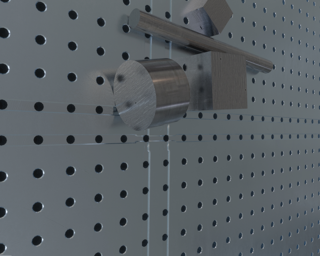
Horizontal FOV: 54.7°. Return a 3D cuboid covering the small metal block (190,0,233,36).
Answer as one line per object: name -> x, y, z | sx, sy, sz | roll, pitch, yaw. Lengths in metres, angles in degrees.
small metal block -> 0.081, -0.178, 0.477 | 0.050, 0.025, 0.050 | 47, 62, -30

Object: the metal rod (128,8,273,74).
metal rod -> 0.084, -0.124, 0.479 | 0.302, 0.025, 0.025 | 5, 87, -40

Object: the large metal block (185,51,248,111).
large metal block -> 0.085, -0.067, 0.465 | 0.081, 0.050, 0.079 | -4, 93, -40

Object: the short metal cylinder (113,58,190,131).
short metal cylinder -> -0.011, -0.041, 0.364 | 0.050, 0.080, 0.079 | -14, 99, -39
